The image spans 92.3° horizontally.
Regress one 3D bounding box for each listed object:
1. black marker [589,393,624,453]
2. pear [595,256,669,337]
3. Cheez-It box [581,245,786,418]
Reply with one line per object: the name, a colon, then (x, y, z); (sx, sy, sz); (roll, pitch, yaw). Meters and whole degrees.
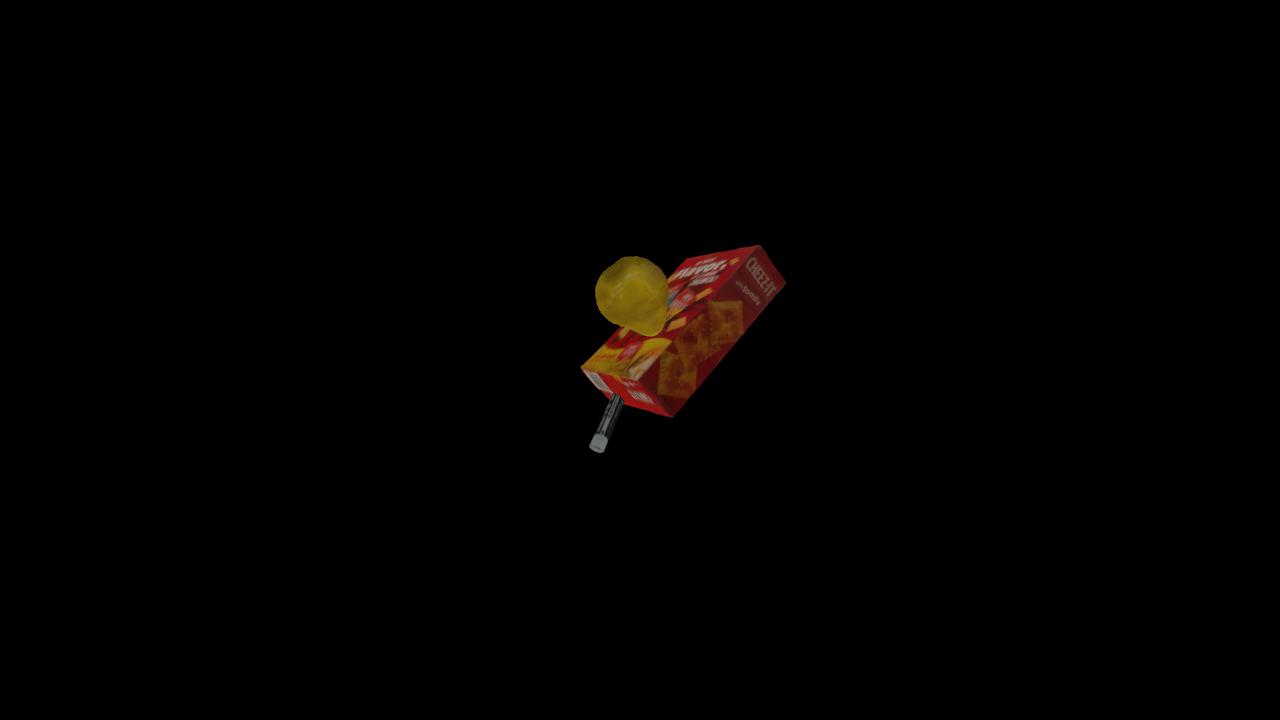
black marker: (-0.031, 0.056, 0.745); (0.020, 0.121, 0.020); (16, -32, 10)
pear: (0.005, -0.059, 0.675); (0.080, 0.080, 0.111); (0, -37, 47)
Cheez-It box: (0.049, -0.040, 0.756); (0.071, 0.223, 0.166); (49, -18, -21)
